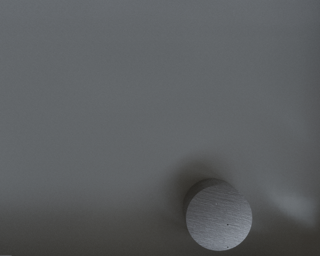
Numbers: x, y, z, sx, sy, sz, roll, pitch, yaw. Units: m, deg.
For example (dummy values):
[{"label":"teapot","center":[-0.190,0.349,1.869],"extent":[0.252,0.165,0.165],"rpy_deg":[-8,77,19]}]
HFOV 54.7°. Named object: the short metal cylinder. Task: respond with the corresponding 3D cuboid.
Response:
[{"label":"short metal cylinder","center":[0.072,0.109,0.400],"extent":[0.081,0.050,0.079],"rpy_deg":[0,90,-1]}]
